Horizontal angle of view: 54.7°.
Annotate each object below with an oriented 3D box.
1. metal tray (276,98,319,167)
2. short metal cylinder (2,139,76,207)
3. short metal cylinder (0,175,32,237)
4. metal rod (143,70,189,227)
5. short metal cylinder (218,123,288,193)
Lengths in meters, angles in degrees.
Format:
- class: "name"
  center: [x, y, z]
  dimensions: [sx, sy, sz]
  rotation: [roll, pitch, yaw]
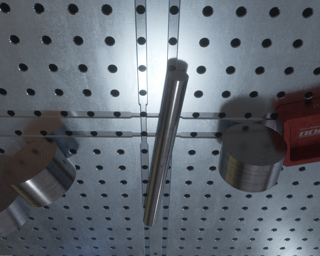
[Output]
- class: "metal tray"
  center: [0.226, 0.002, 0.411]
  dimensions: [0.131, 0.030, 0.090]
  rotation: [-11, 130, 9]
- class: "short metal cylinder"
  center: [-0.164, 0.061, 0.425]
  dimensions: [0.080, 0.080, 0.050]
  rotation: [-16, 128, 13]
- class: "short metal cylinder"
  center: [-0.246, 0.119, 0.474]
  dimensions: [0.080, 0.080, 0.050]
  rotation: [-4, 130, 3]
- class: "metal rod"
  center: [0.002, 0.052, 0.455]
  dimensions: [0.025, 0.025, 0.298]
  rotation: [6, 130, -5]
- class: "short metal cylinder"
  center: [0.120, 0.038, 0.409]
  dimensions: [0.080, 0.080, 0.050]
  rotation: [-1, 130, 1]
